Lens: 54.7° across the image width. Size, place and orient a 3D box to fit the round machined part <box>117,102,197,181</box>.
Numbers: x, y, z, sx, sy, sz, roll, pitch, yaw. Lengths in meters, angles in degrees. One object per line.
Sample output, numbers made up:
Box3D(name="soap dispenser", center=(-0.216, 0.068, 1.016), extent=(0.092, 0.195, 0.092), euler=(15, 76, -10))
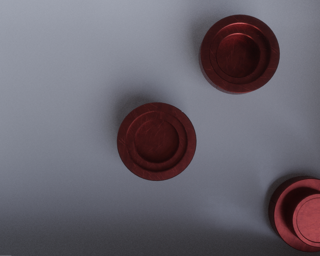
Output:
Box3D(name="round machined part", center=(-0.004, 0.017, 0.403), extent=(0.099, 0.042, 0.097), euler=(0, 90, 0))

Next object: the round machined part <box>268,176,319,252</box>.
Box3D(name="round machined part", center=(0.197, 0.114, 0.404), extent=(0.099, 0.042, 0.097), euler=(0, 90, 0))

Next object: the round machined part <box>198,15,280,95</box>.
Box3D(name="round machined part", center=(0.099, -0.092, 0.403), extent=(0.099, 0.042, 0.097), euler=(0, 90, 0))
